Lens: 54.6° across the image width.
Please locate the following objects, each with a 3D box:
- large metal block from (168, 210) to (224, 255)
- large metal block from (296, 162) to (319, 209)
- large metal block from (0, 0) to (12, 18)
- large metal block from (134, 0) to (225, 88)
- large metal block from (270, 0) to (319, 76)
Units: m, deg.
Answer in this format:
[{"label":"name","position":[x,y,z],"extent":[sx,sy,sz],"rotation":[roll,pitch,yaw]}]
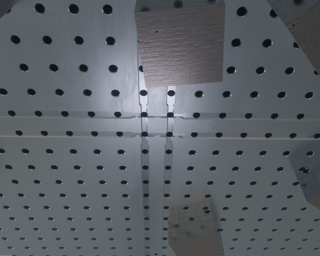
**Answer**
[{"label":"large metal block","position":[0.066,0.200,0.566],"extent":[0.080,0.050,0.080],"rotation":[-16,129,13]},{"label":"large metal block","position":[0.274,0.088,0.472],"extent":[0.080,0.050,0.080],"rotation":[31,124,-24]},{"label":"large metal block","position":[-0.198,-0.135,0.278],"extent":[0.080,0.050,0.080],"rotation":[-5,130,4]},{"label":"large metal block","position":[0.021,-0.091,0.318],"extent":[0.080,0.050,0.080],"rotation":[-4,130,3]},{"label":"large metal block","position":[0.171,-0.109,0.304],"extent":[0.080,0.050,0.080],"rotation":[-35,122,26]}]
